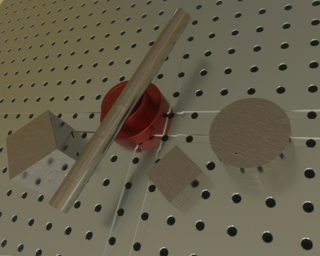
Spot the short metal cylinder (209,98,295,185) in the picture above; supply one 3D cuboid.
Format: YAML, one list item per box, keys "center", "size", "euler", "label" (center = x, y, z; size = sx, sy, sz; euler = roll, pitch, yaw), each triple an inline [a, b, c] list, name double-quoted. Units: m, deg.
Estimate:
- center: [0.099, 0.015, 0.331]
  size: [0.080, 0.050, 0.080]
  euler: [-13, 56, 20]
  label: "short metal cylinder"

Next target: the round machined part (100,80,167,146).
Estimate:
- center: [-0.043, -0.028, 0.435]
  size: [0.098, 0.042, 0.098]
  euler: [-13, 56, 20]
  label: "round machined part"

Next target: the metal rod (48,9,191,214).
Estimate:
- center: [-0.043, -0.032, 0.394]
  size: [0.025, 0.025, 0.300]
  euler: [21, 72, 35]
  label: "metal rod"

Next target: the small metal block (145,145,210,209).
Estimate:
- center: [0.020, 0.057, 0.362]
  size: [0.050, 0.025, 0.050]
  euler: [-43, 51, -2]
  label: "small metal block"

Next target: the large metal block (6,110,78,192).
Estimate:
- center: [-0.176, 0.034, 0.461]
  size: [0.080, 0.050, 0.080]
  euler: [-33, 52, 6]
  label: "large metal block"
